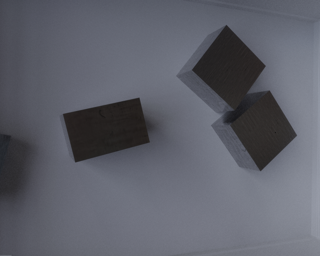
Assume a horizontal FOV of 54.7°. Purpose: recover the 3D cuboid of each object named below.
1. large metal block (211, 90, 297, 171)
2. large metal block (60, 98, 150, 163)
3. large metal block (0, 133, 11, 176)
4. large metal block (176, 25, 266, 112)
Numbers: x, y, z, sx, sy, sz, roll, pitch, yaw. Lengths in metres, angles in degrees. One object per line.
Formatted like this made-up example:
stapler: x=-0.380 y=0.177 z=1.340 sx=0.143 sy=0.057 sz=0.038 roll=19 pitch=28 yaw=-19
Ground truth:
large metal block: x=0.136 y=0.003 z=0.449 sx=0.080 sy=0.050 sz=0.080 roll=-39 pitch=103 yaw=-16
large metal block: x=-0.067 y=0.001 z=0.357 sx=0.081 sy=0.080 sz=0.050 roll=-14 pitch=95 yaw=-20
large metal block: x=-0.206 y=0.036 z=0.301 sx=0.080 sy=0.050 sz=0.080 roll=19 pitch=82 yaw=-55
large metal block: x=0.084 y=-0.079 z=0.430 sx=0.080 sy=0.050 sz=0.080 roll=40 pitch=77 yaw=-16
